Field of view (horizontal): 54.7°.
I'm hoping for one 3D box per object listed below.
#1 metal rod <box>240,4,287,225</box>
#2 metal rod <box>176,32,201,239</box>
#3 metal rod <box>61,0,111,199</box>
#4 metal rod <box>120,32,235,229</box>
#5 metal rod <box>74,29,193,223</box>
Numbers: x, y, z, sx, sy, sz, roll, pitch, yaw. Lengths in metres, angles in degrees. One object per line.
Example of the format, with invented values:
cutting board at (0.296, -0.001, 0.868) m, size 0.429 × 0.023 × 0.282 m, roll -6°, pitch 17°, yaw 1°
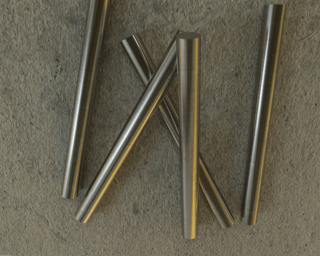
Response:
metal rod at (0.132, -0.003, 0.409) m, size 0.025 × 0.025 × 0.298 m, roll 0°, pitch 110°, yaw 0°
metal rod at (0.037, 0.033, 0.389) m, size 0.025 × 0.025 × 0.298 m, roll -3°, pitch 123°, yaw 1°
metal rod at (-0.095, -0.042, 0.393) m, size 0.025 × 0.025 × 0.298 m, roll 12°, pitch 110°, yaw -5°
metal rod at (0.031, 0.016, 0.415) m, size 0.025 × 0.025 × 0.299 m, roll -26°, pitch 108°, yaw 9°
metal rod at (-0.042, 0.015, 0.396) m, size 0.025 × 0.025 × 0.298 m, roll 28°, pitch 115°, yaw -10°
